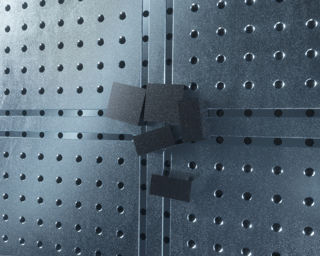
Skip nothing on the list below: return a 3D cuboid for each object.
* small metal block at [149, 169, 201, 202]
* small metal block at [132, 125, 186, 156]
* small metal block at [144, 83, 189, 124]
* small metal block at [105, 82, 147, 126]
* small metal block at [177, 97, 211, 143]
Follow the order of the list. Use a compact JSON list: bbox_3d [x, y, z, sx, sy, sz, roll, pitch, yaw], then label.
[{"bbox_3d":[0.020,0.071,0.391,0.050,0.050,0.025,8,93,19],"label":"small metal block"},{"bbox_3d":[0.000,0.015,0.398,0.050,0.050,0.025,-18,84,19],"label":"small metal block"},{"bbox_3d":[0.009,-0.032,0.409,0.050,0.025,0.050,6,92,19],"label":"small metal block"},{"bbox_3d":[-0.042,-0.033,0.426,0.050,0.025,0.050,15,95,19],"label":"small metal block"},{"bbox_3d":[0.044,-0.009,0.383,0.025,0.050,0.050,-8,88,19],"label":"small metal block"}]
